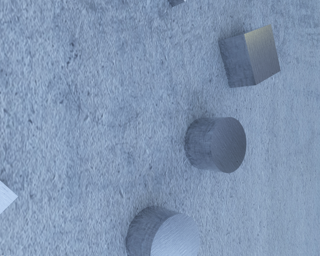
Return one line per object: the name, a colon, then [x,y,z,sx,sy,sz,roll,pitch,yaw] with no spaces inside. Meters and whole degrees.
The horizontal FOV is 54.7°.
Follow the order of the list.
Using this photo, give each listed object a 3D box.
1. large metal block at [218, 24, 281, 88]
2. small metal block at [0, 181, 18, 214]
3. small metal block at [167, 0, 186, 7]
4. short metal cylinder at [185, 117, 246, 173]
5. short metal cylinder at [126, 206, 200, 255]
large metal block: [0.149,-0.119,0.513,0.081,0.050,0.080,-29,108,-36]
small metal block: [-0.164,0.061,0.267,0.050,0.025,0.050,-50,120,-28]
small metal block: [0.022,-0.205,0.422,0.050,0.025,0.050,45,63,-31]
short metal cylinder: [0.083,0.024,0.458,0.081,0.050,0.080,0,90,-40]
short metal cylinder: [0.004,0.144,0.392,0.081,0.050,0.080,0,90,-40]
